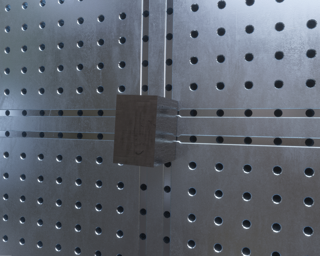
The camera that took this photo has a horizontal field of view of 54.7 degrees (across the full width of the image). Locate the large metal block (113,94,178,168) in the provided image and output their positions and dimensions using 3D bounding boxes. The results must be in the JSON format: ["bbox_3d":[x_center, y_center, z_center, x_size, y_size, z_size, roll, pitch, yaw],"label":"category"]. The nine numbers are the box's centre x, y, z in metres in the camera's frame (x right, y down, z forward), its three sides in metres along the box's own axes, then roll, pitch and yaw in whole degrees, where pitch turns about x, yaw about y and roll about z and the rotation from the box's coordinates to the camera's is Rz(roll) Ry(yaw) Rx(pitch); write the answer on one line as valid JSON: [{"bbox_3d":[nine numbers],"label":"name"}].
[{"bbox_3d":[-0.015,0.002,0.387,0.050,0.080,0.079,4,91,20],"label":"large metal block"}]
